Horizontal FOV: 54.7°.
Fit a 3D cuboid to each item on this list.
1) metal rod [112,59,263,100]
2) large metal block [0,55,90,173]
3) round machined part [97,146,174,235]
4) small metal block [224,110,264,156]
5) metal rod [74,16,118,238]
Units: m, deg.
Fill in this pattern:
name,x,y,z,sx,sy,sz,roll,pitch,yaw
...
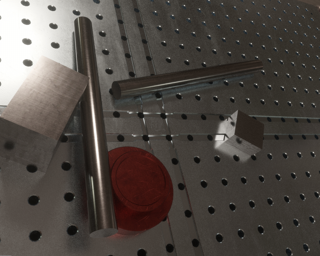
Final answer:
name,x,y,z,sx,sy,sz,roll,pitch,yaw
metal rod,0.062,-0.083,0.494,0.303,0.025,0.025,-16,70,-35
large metal block,-0.119,-0.012,0.317,0.050,0.080,0.080,25,53,-13
round machined part,-0.028,0.064,0.344,0.099,0.042,0.098,14,56,-21
small metal block,0.130,0.008,0.476,0.050,0.025,0.050,28,52,-11
metal rod,-0.080,-0.027,0.357,0.025,0.025,0.299,5,52,-26
